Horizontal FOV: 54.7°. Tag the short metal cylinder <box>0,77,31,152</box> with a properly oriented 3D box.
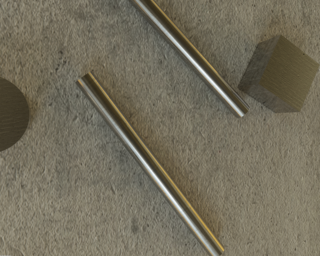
[{"bbox_3d":[-0.181,-0.014,0.329,0.081,0.050,0.079,0,90,-20],"label":"short metal cylinder"}]

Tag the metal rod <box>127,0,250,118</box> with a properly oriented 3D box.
[{"bbox_3d":[0.017,-0.124,0.414,0.300,0.025,0.025,44,76,-15],"label":"metal rod"}]

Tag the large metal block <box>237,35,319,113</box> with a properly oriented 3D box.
[{"bbox_3d":[0.176,-0.077,0.460,0.080,0.050,0.080,29,80,-18],"label":"large metal block"}]

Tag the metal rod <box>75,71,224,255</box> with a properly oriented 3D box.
[{"bbox_3d":[-0.006,0.056,0.406,0.025,0.025,0.299,-40,103,-16],"label":"metal rod"}]
